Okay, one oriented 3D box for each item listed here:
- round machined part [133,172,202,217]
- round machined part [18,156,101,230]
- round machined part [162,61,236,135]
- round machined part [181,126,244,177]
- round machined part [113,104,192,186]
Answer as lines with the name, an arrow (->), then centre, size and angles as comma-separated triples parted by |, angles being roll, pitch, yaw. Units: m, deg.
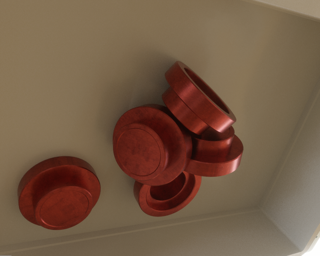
round machined part -> 0.007, 0.077, 0.449 | 0.099, 0.042, 0.097 | -14, 124, -21
round machined part -> -0.122, 0.087, 0.385 | 0.099, 0.042, 0.097 | -14, 124, -21
round machined part -> 0.041, -0.030, 0.366 | 0.042, 0.098, 0.098 | -45, 130, 17
round machined part -> 0.059, 0.017, 0.404 | 0.099, 0.098, 0.042 | -10, 123, -23
round machined part -> -0.015, 0.023, 0.364 | 0.042, 0.098, 0.097 | -27, 140, -61
